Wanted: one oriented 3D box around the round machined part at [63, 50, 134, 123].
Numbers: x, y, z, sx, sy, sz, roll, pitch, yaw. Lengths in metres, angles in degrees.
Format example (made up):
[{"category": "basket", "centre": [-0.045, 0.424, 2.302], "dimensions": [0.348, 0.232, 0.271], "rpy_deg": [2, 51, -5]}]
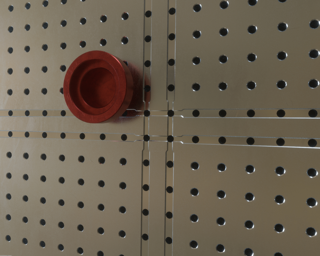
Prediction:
[{"category": "round machined part", "centre": [-0.081, -0.055, 0.433], "dimensions": [0.098, 0.042, 0.097], "rpy_deg": [0, 90, 20]}]
